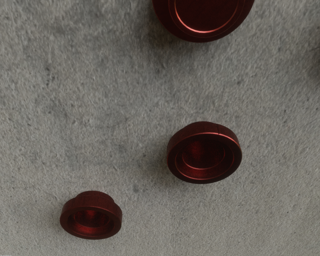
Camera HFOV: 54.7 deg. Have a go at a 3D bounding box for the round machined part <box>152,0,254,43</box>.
[{"bbox_3d":[0.041,-0.125,0.290,0.099,0.042,0.097,-1,130,0],"label":"round machined part"}]

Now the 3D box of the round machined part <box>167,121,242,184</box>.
[{"bbox_3d":[0.058,0.029,0.422,0.099,0.042,0.097,-1,130,0],"label":"round machined part"}]

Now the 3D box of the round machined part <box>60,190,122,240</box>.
[{"bbox_3d":[-0.112,0.141,0.515,0.099,0.042,0.097,-1,130,0],"label":"round machined part"}]
